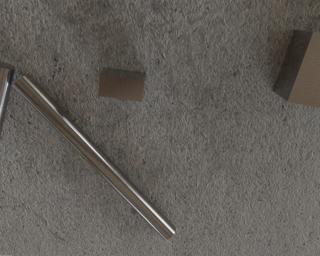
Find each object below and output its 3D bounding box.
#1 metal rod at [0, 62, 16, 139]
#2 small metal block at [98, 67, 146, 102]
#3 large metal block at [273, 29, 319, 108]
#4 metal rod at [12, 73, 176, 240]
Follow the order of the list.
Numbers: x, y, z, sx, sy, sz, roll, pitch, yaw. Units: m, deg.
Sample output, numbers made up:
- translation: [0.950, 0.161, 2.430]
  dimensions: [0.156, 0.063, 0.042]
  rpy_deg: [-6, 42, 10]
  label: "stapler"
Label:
- translation: [-0.243, 0.055, 0.426]
  dimensions: [0.025, 0.025, 0.298]
  rpy_deg: [19, 109, -8]
  label: "metal rod"
- translation: [-0.044, -0.054, 0.376]
  dimensions: [0.050, 0.050, 0.025]
  rpy_deg: [7, 110, -3]
  label: "small metal block"
- translation: [0.196, -0.068, 0.374]
  dimensions: [0.081, 0.050, 0.079]
  rpy_deg: [11, 110, -5]
  label: "large metal block"
- translation: [-0.080, 0.049, 0.426]
  dimensions: [0.025, 0.025, 0.300]
  rpy_deg: [-37, 107, 12]
  label: "metal rod"
